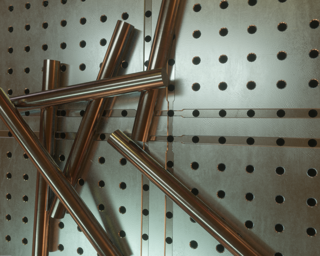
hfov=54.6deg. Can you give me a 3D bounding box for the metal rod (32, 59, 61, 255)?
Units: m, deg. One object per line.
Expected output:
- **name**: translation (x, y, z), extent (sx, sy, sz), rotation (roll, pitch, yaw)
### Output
- **metal rod**: translation (-0.174, 0.047, 0.474), extent (0.025, 0.025, 0.298), rotation (5, 92, 20)

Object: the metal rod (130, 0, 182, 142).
- **metal rod**: translation (0.006, -0.129, 0.410), extent (0.025, 0.025, 0.298), rotation (15, 95, 19)

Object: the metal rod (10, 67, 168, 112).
- **metal rod**: translation (-0.134, -0.045, 0.433), extent (0.301, 0.025, 0.025), rotation (-7, 88, 19)

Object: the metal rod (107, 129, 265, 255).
- **metal rod**: translation (0.047, 0.104, 0.396), extent (0.300, 0.025, 0.025), rotation (39, 103, 15)

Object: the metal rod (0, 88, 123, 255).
- **metal rod**: translation (-0.146, 0.072, 0.435), extent (0.025, 0.025, 0.299), rotation (-36, 90, 16)

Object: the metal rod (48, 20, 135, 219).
- **metal rod**: translation (-0.101, -0.007, 0.449), extent (0.025, 0.025, 0.299), rotation (24, 98, 18)
